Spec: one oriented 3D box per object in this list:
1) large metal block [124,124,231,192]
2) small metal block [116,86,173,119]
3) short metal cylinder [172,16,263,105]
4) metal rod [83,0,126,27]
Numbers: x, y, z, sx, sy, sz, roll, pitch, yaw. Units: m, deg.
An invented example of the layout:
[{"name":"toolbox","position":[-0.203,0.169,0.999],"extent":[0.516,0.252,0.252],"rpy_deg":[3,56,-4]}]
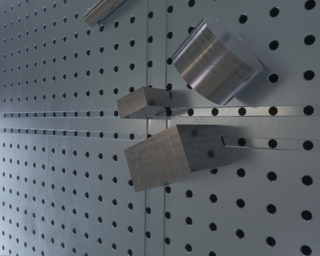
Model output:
[{"name":"large metal block","position":[0.020,0.034,0.357],"extent":[0.080,0.081,0.050],"rpy_deg":[-27,73,37]},{"name":"small metal block","position":[-0.020,-0.032,0.410],"extent":[0.050,0.050,0.025],"rpy_deg":[-22,76,38]},{"name":"short metal cylinder","position":[0.060,-0.070,0.324],"extent":[0.050,0.081,0.080],"rpy_deg":[-47,62,30]},{"name":"metal rod","position":[-0.004,-0.224,0.412],"extent":[0.299,0.025,0.025],"rpy_deg":[-24,75,37]}]
